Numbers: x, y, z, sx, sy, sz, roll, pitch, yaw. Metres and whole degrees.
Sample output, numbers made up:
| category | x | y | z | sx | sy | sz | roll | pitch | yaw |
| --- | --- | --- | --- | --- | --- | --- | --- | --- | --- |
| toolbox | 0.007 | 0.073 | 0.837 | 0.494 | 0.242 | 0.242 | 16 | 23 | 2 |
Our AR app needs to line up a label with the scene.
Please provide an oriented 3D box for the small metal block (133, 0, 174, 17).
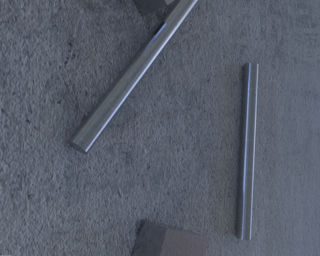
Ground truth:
| category | x | y | z | sx | sy | sz | roll | pitch | yaw |
| --- | --- | --- | --- | --- | --- | --- | --- | --- | --- |
| small metal block | -0.012 | -0.172 | 0.380 | 0.025 | 0.050 | 0.050 | -47 | 119 | -30 |

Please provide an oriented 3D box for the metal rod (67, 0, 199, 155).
| category | x | y | z | sx | sy | sz | roll | pitch | yaw |
| --- | --- | --- | --- | --- | --- | --- | --- | --- | --- |
| metal rod | -0.015 | -0.094 | 0.393 | 0.025 | 0.025 | 0.300 | 48 | 62 | -30 |

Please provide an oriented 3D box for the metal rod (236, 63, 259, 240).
| category | x | y | z | sx | sy | sz | roll | pitch | yaw |
| --- | --- | --- | --- | --- | --- | --- | --- | --- | --- |
| metal rod | 0.151 | 0.038 | 0.534 | 0.025 | 0.025 | 0.298 | 6 | 87 | -40 |

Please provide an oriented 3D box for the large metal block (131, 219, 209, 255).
| category | x | y | z | sx | sy | sz | roll | pitch | yaw |
| --- | --- | --- | --- | --- | --- | --- | --- | --- | --- |
| large metal block | 0.010 | 0.170 | 0.399 | 0.080 | 0.050 | 0.080 | 27 | 73 | -37 |
